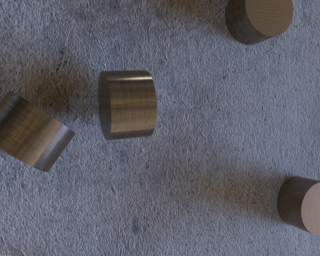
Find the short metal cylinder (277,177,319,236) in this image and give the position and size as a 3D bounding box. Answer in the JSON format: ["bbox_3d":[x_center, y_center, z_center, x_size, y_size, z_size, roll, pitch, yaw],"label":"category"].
[{"bbox_3d":[0.232,0.119,0.481,0.081,0.050,0.080,0,90,-20],"label":"short metal cylinder"}]

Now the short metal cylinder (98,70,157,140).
[{"bbox_3d":[-0.041,-0.027,0.365,0.050,0.080,0.079,-5,92,-20],"label":"short metal cylinder"}]

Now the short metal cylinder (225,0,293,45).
[{"bbox_3d":[0.142,-0.166,0.448,0.081,0.050,0.080,0,90,-20],"label":"short metal cylinder"}]

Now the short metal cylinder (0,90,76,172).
[{"bbox_3d":[-0.139,0.004,0.329,0.080,0.080,0.050,36,79,-17],"label":"short metal cylinder"}]
